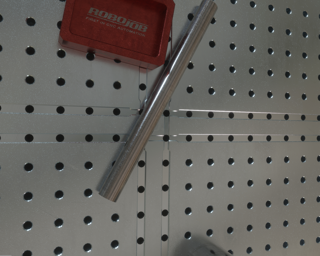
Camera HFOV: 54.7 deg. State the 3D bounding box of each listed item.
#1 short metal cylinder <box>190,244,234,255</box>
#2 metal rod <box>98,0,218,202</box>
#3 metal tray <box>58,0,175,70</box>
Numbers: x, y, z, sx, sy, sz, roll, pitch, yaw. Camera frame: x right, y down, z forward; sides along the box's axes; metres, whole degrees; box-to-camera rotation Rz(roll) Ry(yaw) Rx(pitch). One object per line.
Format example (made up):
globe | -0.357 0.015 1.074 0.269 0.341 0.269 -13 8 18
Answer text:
short metal cylinder | 0.079 0.211 0.430 0.081 0.050 0.079 0 90 -20
metal rod | 0.002 -0.043 0.414 0.025 0.025 0.299 31 80 -18
metal tray | -0.052 -0.134 0.391 0.131 0.030 0.090 11 86 -20
